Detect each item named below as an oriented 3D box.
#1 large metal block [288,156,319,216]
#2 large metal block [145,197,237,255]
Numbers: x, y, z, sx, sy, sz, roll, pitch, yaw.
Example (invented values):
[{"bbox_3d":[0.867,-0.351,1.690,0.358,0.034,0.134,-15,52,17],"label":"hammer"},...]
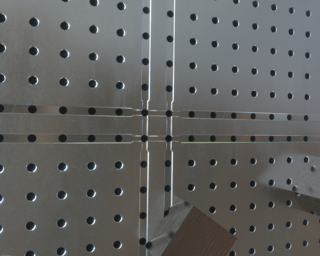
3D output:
[{"bbox_3d":[0.265,0.093,0.481,0.080,0.080,0.050,-43,104,-15],"label":"large metal block"},{"bbox_3d":[0.041,0.153,0.414,0.080,0.050,0.080,39,78,-16],"label":"large metal block"}]
